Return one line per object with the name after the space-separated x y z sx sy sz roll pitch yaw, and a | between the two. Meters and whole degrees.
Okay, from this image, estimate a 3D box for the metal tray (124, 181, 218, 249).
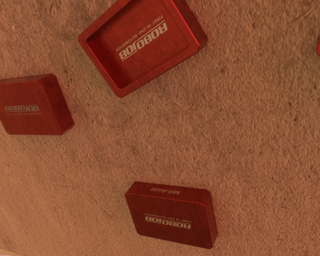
0.017 0.133 0.477 0.130 0.030 0.089 1 119 27 | metal tray

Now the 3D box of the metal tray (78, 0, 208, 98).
-0.023 -0.100 0.353 0.130 0.030 0.090 -25 105 37 | metal tray

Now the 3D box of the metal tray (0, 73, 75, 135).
-0.208 -0.035 0.492 0.130 0.030 0.089 0 119 28 | metal tray

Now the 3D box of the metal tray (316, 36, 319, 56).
0.205 -0.088 0.241 0.090 0.030 0.129 38 129 2 | metal tray
